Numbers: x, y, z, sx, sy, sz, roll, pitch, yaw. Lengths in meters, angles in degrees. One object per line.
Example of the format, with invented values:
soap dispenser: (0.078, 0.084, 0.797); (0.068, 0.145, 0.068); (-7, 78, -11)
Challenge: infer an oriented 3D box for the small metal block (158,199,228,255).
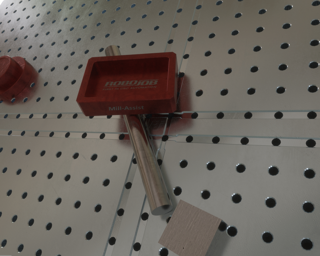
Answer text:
small metal block: (0.035, 0.110, 0.322); (0.050, 0.025, 0.050); (19, 72, 35)

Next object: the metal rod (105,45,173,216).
metal rod: (-0.040, -0.019, 0.439); (0.025, 0.025, 0.299); (-28, 52, 10)

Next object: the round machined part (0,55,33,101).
round machined part: (-0.310, -0.106, 0.622); (0.098, 0.042, 0.098); (-13, 56, 20)

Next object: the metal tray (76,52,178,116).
metal tray: (-0.042, -0.062, 0.435); (0.131, 0.030, 0.090); (-2, 54, 8)
